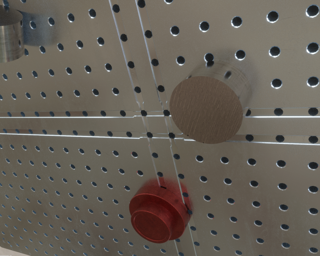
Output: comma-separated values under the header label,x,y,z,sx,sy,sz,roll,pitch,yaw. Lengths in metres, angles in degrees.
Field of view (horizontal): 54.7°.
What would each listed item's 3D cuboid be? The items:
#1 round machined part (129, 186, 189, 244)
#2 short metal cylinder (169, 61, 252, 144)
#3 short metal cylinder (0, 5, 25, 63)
label,x,y,z,sx,sy,sz,roll,pitch,yaw
round machined part,-0.007,0.144,0.493,0.098,0.042,0.097,13,124,21
short metal cylinder,0.058,-0.029,0.347,0.080,0.050,0.079,13,124,21
short metal cylinder,-0.227,-0.128,0.416,0.080,0.080,0.050,25,127,13
